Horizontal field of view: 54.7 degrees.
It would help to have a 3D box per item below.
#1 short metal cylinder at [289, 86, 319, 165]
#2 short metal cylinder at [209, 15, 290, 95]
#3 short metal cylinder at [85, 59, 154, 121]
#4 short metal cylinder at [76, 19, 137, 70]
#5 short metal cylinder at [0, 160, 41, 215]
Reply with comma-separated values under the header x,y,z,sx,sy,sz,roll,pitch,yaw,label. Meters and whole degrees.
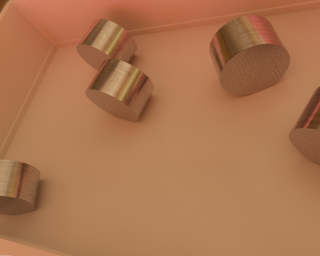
x,y,z,sx,sy,sz,roll,pitch,yaw,label
0.168,0.003,0.280,0.080,0.080,0.050,26,76,37,short metal cylinder
0.104,-0.084,0.368,0.080,0.080,0.050,-22,54,15,short metal cylinder
-0.055,-0.051,0.431,0.080,0.080,0.050,14,69,34,short metal cylinder
-0.083,-0.125,0.491,0.080,0.080,0.050,16,70,34,short metal cylinder
-0.213,0.084,0.431,0.080,0.080,0.050,-16,56,19,short metal cylinder
